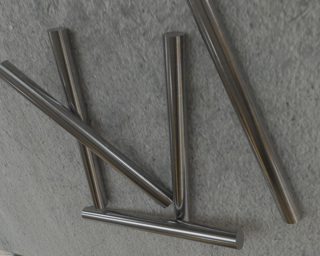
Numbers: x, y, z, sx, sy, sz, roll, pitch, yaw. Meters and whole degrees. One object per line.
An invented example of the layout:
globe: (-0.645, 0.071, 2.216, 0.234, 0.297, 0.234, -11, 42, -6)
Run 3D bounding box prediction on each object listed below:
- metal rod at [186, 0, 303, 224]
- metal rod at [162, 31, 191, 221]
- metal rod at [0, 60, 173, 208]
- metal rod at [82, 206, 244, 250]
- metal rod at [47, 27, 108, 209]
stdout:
metal rod: (0.099, -0.015, 0.344, 0.025, 0.025, 0.299, -16, 110, 34)
metal rod: (0.025, 0.027, 0.408, 0.025, 0.025, 0.298, 9, 123, 23)
metal rod: (-0.099, 0.015, 0.439, 0.300, 0.025, 0.025, 41, 129, -11)
metal rod: (-0.017, 0.149, 0.481, 0.300, 0.025, 0.025, -4, 117, 38)
metal rod: (-0.117, 0.003, 0.468, 0.025, 0.025, 0.298, 8, 122, 24)
